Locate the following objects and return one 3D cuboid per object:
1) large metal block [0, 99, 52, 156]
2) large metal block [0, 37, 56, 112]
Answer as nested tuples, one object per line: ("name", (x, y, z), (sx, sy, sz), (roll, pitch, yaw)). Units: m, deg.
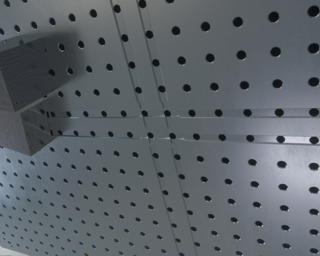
("large metal block", (-0.235, -0.009, 0.515), (0.080, 0.050, 0.079), (14, 124, 20))
("large metal block", (-0.203, -0.078, 0.435), (0.050, 0.080, 0.080), (10, 123, 23))
